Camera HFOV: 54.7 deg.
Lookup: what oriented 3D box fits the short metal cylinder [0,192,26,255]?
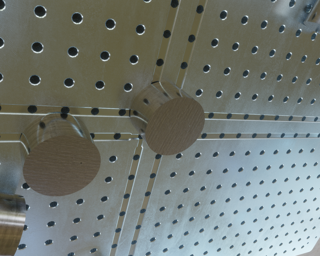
[{"bbox_3d":[-0.190,0.109,0.340,0.050,0.080,0.080,23,106,-37],"label":"short metal cylinder"}]

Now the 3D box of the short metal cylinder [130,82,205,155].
[{"bbox_3d":[0.009,-0.012,0.392,0.081,0.050,0.079,-14,124,-21],"label":"short metal cylinder"}]

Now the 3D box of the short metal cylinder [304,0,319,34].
[{"bbox_3d":[0.245,-0.150,0.417,0.081,0.080,0.050,14,111,-34],"label":"short metal cylinder"}]

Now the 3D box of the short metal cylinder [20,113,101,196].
[{"bbox_3d":[-0.114,0.030,0.351,0.081,0.050,0.079,-14,124,-21],"label":"short metal cylinder"}]
